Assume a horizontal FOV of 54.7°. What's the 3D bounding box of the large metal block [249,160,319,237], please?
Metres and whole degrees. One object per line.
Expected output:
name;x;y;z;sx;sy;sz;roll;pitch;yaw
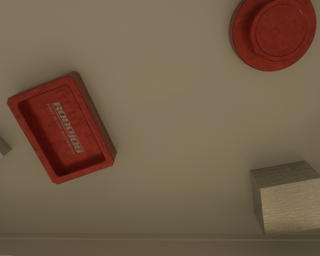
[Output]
large metal block;0.178;0.099;0.437;0.080;0.050;0.079;-11;110;3

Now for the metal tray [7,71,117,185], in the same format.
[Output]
metal tray;-0.124;0.002;0.407;0.090;0.030;0.129;-20;109;6

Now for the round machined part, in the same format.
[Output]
round machined part;0.134;-0.115;0.362;0.099;0.042;0.097;0;110;-1

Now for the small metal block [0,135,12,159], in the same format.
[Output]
small metal block;-0.241;0.026;0.418;0.050;0.025;0.050;-31;108;10
